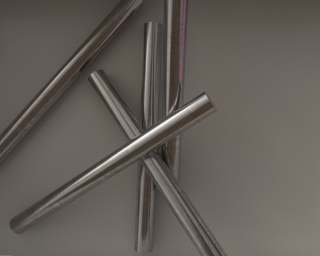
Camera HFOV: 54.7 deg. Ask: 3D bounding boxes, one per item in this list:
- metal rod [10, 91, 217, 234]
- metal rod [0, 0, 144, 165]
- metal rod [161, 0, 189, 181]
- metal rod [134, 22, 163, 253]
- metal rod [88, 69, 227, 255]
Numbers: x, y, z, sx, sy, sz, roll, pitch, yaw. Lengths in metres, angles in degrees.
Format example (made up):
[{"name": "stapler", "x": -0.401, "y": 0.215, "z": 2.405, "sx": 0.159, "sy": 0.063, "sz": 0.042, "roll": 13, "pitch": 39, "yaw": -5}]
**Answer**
[{"name": "metal rod", "x": -0.067, "y": 0.050, "z": 0.371, "sx": 0.300, "sy": 0.025, "sz": 0.025, "roll": -33, "pitch": 91, "yaw": 15}, {"name": "metal rod", "x": -0.131, "y": -0.061, "z": 0.409, "sx": 0.025, "sy": 0.025, "sz": 0.300, "roll": 42, "pitch": 90, "yaw": -1}, {"name": "metal rod", "x": 0.015, "y": -0.053, "z": 0.351, "sx": 0.025, "sy": 0.025, "sz": 0.298, "roll": 1, "pitch": 115, "yaw": 0}, {"name": "metal rod", "x": -0.015, "y": 0.012, "z": 0.411, "sx": 0.025, "sy": 0.025, "sz": 0.298, "roll": 3, "pitch": 90, "yaw": -1}, {"name": "metal rod", "x": -0.002, "y": 0.051, "z": 0.377, "sx": 0.025, "sy": 0.025, "sz": 0.299, "roll": -34, "pitch": 77, "yaw": 0}]
